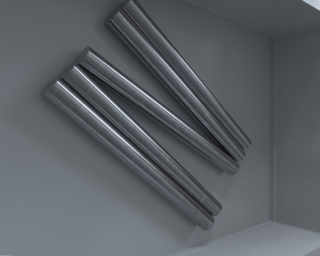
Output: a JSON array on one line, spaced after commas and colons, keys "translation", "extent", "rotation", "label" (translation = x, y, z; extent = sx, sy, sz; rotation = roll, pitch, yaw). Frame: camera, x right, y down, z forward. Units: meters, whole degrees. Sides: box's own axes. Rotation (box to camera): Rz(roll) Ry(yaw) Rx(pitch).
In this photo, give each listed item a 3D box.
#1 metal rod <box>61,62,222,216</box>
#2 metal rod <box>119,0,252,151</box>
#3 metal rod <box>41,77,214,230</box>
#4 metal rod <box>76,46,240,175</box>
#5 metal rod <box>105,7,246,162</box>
[{"translation": [-0.006, 0.032, 0.400], "extent": [0.300, 0.025, 0.025], "rotation": [45, 63, -31], "label": "metal rod"}, {"translation": [0.051, -0.061, 0.447], "extent": [0.300, 0.025, 0.025], "rotation": [44, 64, -31], "label": "metal rod"}, {"translation": [-0.020, 0.050, 0.388], "extent": [0.300, 0.025, 0.025], "rotation": [45, 63, -31], "label": "metal rod"}, {"translation": [0.017, -0.006, 0.419], "extent": [0.301, 0.025, 0.025], "rotation": [35, 68, -34], "label": "metal rod"}, {"translation": [0.038, -0.042, 0.436], "extent": [0.300, 0.025, 0.025], "rotation": [44, 64, -31], "label": "metal rod"}]
